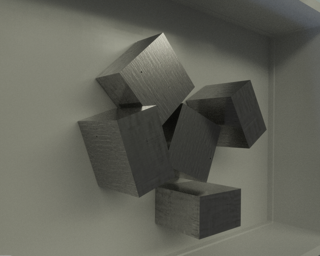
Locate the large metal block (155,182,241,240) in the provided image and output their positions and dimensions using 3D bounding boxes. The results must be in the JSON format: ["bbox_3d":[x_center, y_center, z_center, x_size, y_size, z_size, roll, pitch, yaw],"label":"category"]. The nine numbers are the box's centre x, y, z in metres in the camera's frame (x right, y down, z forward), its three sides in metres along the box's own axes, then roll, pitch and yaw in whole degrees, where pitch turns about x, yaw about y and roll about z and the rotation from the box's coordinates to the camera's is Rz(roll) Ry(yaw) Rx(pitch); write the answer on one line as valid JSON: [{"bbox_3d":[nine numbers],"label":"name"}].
[{"bbox_3d":[0.051,0.105,0.415,0.081,0.080,0.050,1,90,-40],"label":"large metal block"}]

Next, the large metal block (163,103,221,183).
[{"bbox_3d":[0.029,0.021,0.415,0.080,0.050,0.080,28,72,-37],"label":"large metal block"}]

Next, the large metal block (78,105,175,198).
[{"bbox_3d":[-0.038,0.022,0.339,0.050,0.080,0.080,-24,106,-38],"label":"large metal block"}]

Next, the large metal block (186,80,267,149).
[{"bbox_3d":[0.097,-0.019,0.452,0.050,0.080,0.080,-38,114,-34],"label":"large metal block"}]

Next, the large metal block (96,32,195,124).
[{"bbox_3d":[-0.015,-0.055,0.377,0.080,0.050,0.080,-50,120,-29],"label":"large metal block"}]
